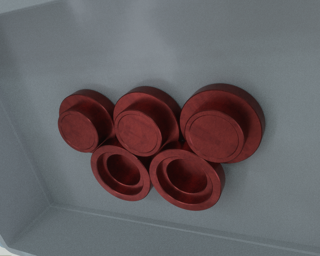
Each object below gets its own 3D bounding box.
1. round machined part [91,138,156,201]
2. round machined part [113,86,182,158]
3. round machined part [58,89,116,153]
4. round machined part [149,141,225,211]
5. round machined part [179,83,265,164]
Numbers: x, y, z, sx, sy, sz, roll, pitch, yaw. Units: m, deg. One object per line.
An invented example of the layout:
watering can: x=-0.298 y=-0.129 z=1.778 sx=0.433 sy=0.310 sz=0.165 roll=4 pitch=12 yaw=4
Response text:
round machined part: x=-0.049 y=0.056 z=0.456 sx=0.098 sy=0.042 sz=0.097 roll=13 pitch=124 yaw=21
round machined part: x=-0.020 y=-0.002 z=0.404 sx=0.098 sy=0.042 sz=0.097 roll=13 pitch=123 yaw=21
round machined part: x=-0.107 y=-0.003 z=0.449 sx=0.098 sy=0.042 sz=0.097 roll=12 pitch=123 yaw=20
round machined part: x=0.039 y=0.059 z=0.411 sx=0.098 sy=0.042 sz=0.097 roll=13 pitch=124 yaw=21
round machined part: x=0.068 y=0.001 z=0.359 sx=0.098 sy=0.042 sz=0.097 roll=13 pitch=123 yaw=21
